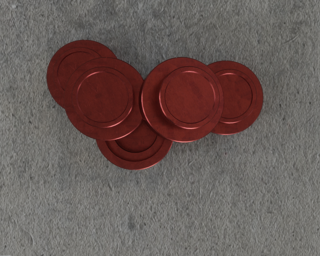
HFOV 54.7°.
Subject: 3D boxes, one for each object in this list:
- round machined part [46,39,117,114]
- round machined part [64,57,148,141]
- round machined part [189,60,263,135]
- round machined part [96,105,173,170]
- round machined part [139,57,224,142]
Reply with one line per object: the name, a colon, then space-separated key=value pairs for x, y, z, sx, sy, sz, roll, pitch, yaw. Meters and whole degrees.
round machined part: x=-0.098 y=-0.066 z=0.401 sx=0.099 sy=0.042 sz=0.097 roll=0 pitch=90 yaw=-1
round machined part: x=-0.063 y=-0.034 z=0.359 sx=0.099 sy=0.042 sz=0.097 roll=0 pitch=90 yaw=-1
round machined part: x=0.086 y=-0.040 z=0.403 sx=0.099 sy=0.042 sz=0.097 roll=0 pitch=90 yaw=-1
round machined part: x=-0.031 y=0.003 z=0.402 sx=0.099 sy=0.042 sz=0.097 roll=0 pitch=90 yaw=-1
round machined part: x=0.028 y=-0.033 z=0.351 sx=0.099 sy=0.042 sz=0.097 roll=0 pitch=89 yaw=-14
